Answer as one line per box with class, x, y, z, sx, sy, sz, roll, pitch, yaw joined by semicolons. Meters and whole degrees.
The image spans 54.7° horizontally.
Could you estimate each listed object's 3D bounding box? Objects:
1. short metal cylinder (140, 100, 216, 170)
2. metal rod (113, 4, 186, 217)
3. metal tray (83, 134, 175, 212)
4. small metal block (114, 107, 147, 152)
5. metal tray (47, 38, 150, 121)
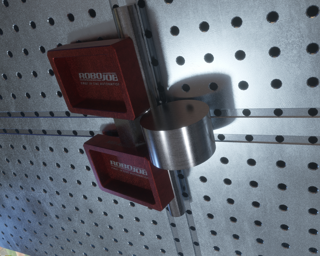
short metal cylinder;0.022;0.006;0.363;0.080;0.080;0.050;0;119;28
metal rod;-0.007;-0.004;0.407;0.025;0.025;0.298;0;119;28
metal tray;-0.047;0.061;0.448;0.130;0.030;0.089;8;123;38
small metal block;-0.037;-0.002;0.411;0.050;0.025;0.050;26;136;53
metal tray;-0.080;-0.061;0.390;0.130;0.030;0.089;8;123;39
